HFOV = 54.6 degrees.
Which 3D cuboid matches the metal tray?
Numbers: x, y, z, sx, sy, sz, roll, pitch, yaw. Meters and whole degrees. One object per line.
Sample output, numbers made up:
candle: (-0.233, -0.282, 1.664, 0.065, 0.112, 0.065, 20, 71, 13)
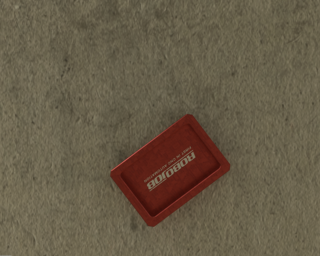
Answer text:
metal tray: (0.013, 0.054, 0.407, 0.130, 0.030, 0.090, -37, 90, 0)
